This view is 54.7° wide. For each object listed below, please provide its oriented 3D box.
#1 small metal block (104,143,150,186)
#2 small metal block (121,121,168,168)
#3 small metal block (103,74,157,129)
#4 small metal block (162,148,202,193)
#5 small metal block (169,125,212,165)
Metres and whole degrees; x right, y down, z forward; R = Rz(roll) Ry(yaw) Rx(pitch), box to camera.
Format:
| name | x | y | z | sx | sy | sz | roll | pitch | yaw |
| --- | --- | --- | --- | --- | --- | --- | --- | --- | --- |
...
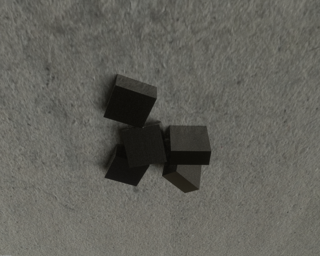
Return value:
| name | x | y | z | sx | sy | sz | roll | pitch | yaw |
| --- | --- | --- | --- | --- | --- | --- | --- | --- | --- |
| small metal block | -0.048 | 0.055 | 0.453 | 0.050 | 0.025 | 0.050 | 19 | 128 | -16 |
| small metal block | -0.019 | 0.022 | 0.411 | 0.050 | 0.025 | 0.050 | -10 | 98 | 8 |
| small metal block | -0.036 | -0.032 | 0.380 | 0.050 | 0.025 | 0.050 | 17 | 128 | -15 |
| small metal block | 0.033 | 0.056 | 0.436 | 0.025 | 0.050 | 0.050 | -25 | 128 | 36 |
| small metal block | 0.038 | 0.022 | 0.410 | 0.050 | 0.050 | 0.025 | 1 | 130 | -1 |
